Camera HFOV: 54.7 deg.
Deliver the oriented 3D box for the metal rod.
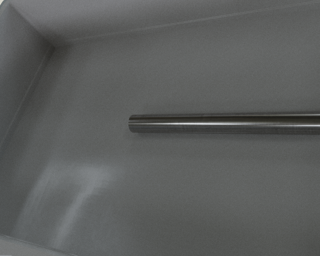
[{"bbox_3d":[0.097,-0.005,0.357,0.300,0.025,0.025,0,62,27],"label":"metal rod"}]
